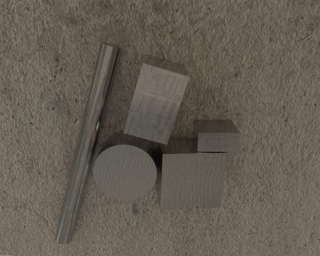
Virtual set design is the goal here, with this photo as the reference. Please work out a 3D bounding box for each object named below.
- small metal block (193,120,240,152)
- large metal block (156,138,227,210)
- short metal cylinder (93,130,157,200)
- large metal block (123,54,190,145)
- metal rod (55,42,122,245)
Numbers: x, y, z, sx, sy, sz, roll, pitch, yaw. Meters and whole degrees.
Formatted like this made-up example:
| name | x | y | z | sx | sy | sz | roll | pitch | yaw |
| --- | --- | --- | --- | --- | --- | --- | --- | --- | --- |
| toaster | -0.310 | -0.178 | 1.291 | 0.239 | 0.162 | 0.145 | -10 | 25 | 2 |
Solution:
| name | x | y | z | sx | sy | sz | roll | pitch | yaw |
| --- | --- | --- | --- | --- | --- | --- | --- | --- | --- |
| small metal block | 0.071 | 0.009 | 0.401 | 0.050 | 0.050 | 0.025 | 0 | 110 | 0 |
| large metal block | 0.039 | 0.060 | 0.414 | 0.081 | 0.050 | 0.079 | 0 | 110 | -8 |
| short metal cylinder | -0.044 | 0.049 | 0.414 | 0.081 | 0.050 | 0.079 | 0 | 110 | 0 |
| large metal block | -0.005 | -0.037 | 0.367 | 0.050 | 0.080 | 0.079 | 16 | 109 | -6 |
| metal rod | -0.102 | 0.034 | 0.421 | 0.025 | 0.025 | 0.298 | 16 | 109 | -6 |
